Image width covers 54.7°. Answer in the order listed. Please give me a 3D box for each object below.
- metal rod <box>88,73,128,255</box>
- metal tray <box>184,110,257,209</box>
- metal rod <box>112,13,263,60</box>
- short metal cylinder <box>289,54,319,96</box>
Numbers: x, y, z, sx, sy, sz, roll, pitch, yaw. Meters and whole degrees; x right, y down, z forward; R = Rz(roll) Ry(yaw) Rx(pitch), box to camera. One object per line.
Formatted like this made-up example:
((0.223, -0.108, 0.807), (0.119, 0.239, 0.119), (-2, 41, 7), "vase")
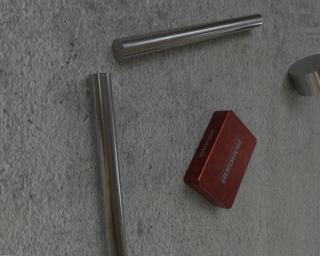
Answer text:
((-0.056, 0.088, 0.358), (0.025, 0.025, 0.298), (-8, 95, -40), "metal rod")
((0.098, 0.048, 0.484), (0.090, 0.030, 0.130), (42, 65, -32), "metal tray")
((0.061, -0.141, 0.455), (0.302, 0.025, 0.025), (-24, 105, -37), "metal rod")
((0.311, -0.108, 0.630), (0.080, 0.080, 0.050), (-46, 118, -30), "short metal cylinder")
